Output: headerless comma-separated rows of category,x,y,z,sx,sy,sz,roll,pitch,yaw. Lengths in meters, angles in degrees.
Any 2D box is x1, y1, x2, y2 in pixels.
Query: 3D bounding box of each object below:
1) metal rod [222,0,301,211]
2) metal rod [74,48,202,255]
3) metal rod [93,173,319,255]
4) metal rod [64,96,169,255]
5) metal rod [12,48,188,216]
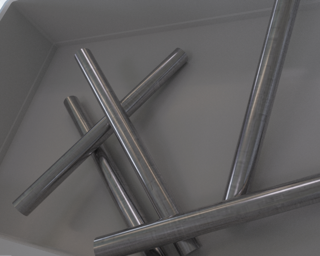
metal rod,0.113,-0.062,0.320,0.025,0.025,0.298,14,89,34
metal rod,-0.039,0.011,0.377,0.025,0.025,0.299,-34,64,6
metal rod,0.081,0.075,0.291,0.301,0.025,0.025,-18,54,7
metal rod,-0.073,0.049,0.414,0.025,0.025,0.300,-40,51,1
metal rod,-0.070,-0.004,0.418,0.301,0.025,0.025,-46,51,-15
